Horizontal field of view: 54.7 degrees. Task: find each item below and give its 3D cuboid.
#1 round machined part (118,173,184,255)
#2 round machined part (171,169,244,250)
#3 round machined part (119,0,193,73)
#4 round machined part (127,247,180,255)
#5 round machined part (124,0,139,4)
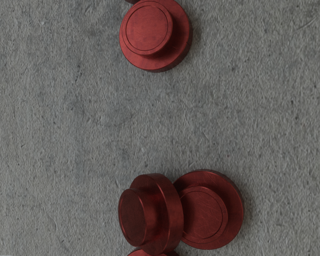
[{"bbox_3d":[-0.018,0.106,0.381,0.098,0.042,0.097,3,93,55],"label":"round machined part"},{"bbox_3d":[0.052,0.102,0.382,0.098,0.042,0.097,0,90,20],"label":"round machined part"},{"bbox_3d":[-0.010,-0.124,0.403,0.098,0.042,0.097,0,90,20],"label":"round machined part"},{"bbox_3d":[-0.012,0.206,0.404,0.098,0.042,0.097,0,90,20],"label":"round machined part"},{"bbox_3d":[-0.029,-0.219,0.410,0.098,0.042,0.097,0,90,20],"label":"round machined part"}]
